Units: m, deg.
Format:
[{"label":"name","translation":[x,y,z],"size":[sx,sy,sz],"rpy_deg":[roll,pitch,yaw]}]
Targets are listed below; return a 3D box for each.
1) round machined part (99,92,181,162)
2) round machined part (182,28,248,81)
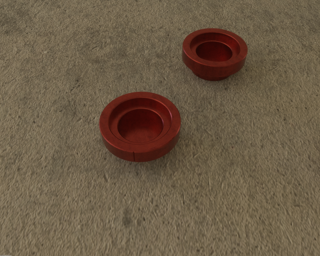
[{"label":"round machined part","translation":[-0.024,0.003,0.389],"size":[0.099,0.042,0.098],"rpy_deg":[0,50,0]},{"label":"round machined part","translation":[0.084,-0.111,0.486],"size":[0.099,0.042,0.098],"rpy_deg":[0,50,0]}]
